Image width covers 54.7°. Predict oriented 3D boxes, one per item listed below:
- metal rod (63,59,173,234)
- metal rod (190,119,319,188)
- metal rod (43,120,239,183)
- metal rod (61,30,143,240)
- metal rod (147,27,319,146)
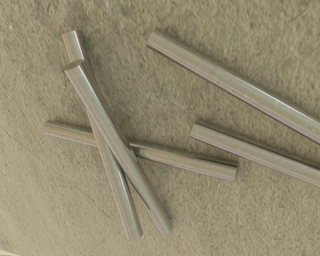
[{"bbox_3d":[-0.043,0.045,0.422,0.025,0.025,0.299,-4,127,30],"label":"metal rod"},{"bbox_3d":[0.178,0.054,0.346,0.301,0.025,0.025,22,126,14],"label":"metal rod"},{"bbox_3d":[-0.041,0.028,0.443,0.301,0.025,0.025,12,123,21],"label":"metal rod"},{"bbox_3d":[-0.074,0.020,0.426,0.025,0.025,0.298,-7,106,31],"label":"metal rod"},{"bbox_3d":[0.120,-0.024,0.328,0.301,0.025,0.025,31,128,7],"label":"metal rod"}]
